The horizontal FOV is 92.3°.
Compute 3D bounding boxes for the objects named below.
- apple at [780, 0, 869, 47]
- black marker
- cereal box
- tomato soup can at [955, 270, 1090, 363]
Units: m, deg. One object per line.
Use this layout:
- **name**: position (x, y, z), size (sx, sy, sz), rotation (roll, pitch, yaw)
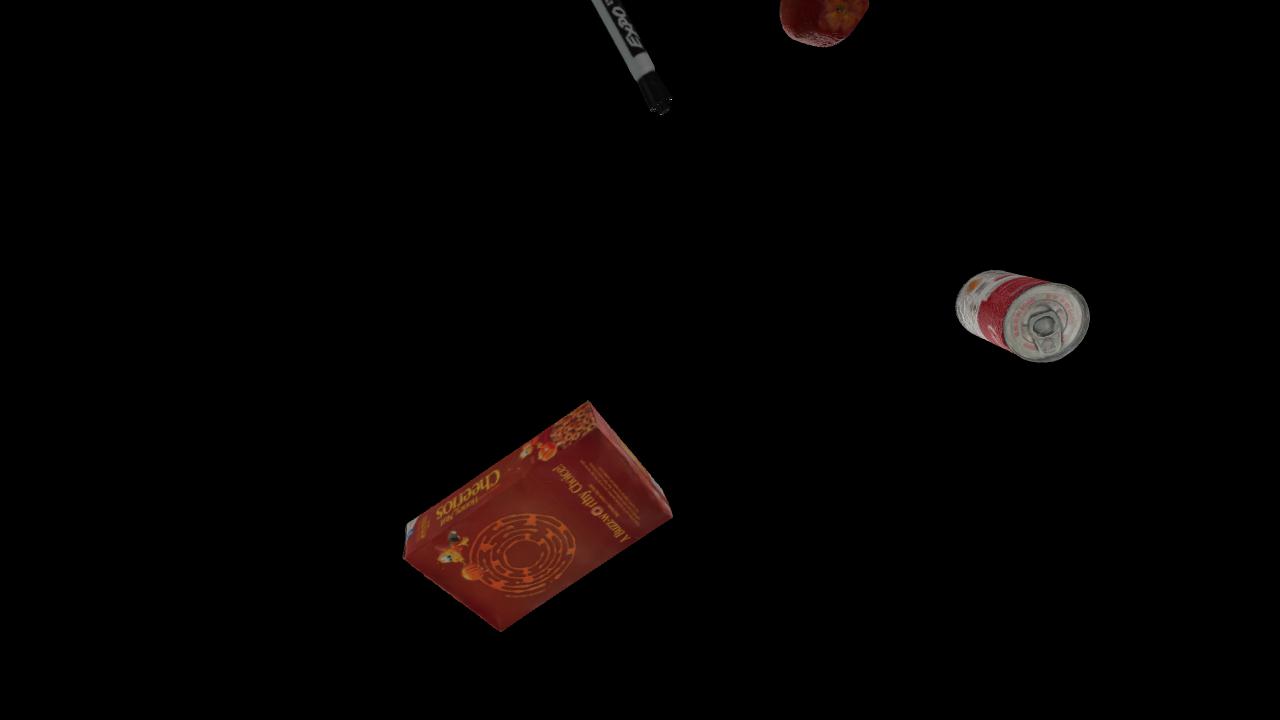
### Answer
- **apple**: position (0.170, -0.332, 0.570), size (0.079, 0.079, 0.093), rotation (0, 42, -13)
- **black marker**: position (-0.011, -0.233, 0.443), size (0.020, 0.121, 0.020), rotation (-29, 4, 2)
- **cereal box**: position (-0.135, 0.219, 0.841), size (0.306, 0.203, 0.081), rotation (-34, 31, 4)
- **tomato soup can**: position (0.336, -0.043, 0.551), size (0.068, 0.068, 0.101), rotation (0, 15, 4)
